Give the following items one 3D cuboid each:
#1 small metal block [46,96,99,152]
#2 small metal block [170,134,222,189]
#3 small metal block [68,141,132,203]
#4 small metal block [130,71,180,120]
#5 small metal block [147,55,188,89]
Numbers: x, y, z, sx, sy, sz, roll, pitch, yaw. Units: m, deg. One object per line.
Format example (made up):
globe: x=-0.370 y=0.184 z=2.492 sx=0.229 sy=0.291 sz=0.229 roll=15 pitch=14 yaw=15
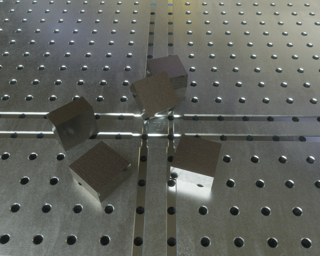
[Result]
small metal block: x=-0.110 y=-0.005 z=0.395 sx=0.050 sy=0.050 sz=0.025 roll=-32 pitch=57 yaw=-24
small metal block: x=0.044 y=0.039 z=0.375 sx=0.050 sy=0.025 sz=0.050 roll=13 pitch=51 yaw=11
small metal block: x=-0.069 y=0.050 z=0.365 sx=0.050 sy=0.025 sz=0.050 roll=35 pitch=58 yaw=25
small metal block: x=-0.007 y=-0.045 z=0.431 sx=0.050 sy=0.025 sz=0.050 roll=-23 pitch=87 yaw=-18
small metal block: x=0.010 y=-0.084 z=0.479 sx=0.050 sy=0.025 sz=0.050 roll=-13 pitch=51 yaw=-11
